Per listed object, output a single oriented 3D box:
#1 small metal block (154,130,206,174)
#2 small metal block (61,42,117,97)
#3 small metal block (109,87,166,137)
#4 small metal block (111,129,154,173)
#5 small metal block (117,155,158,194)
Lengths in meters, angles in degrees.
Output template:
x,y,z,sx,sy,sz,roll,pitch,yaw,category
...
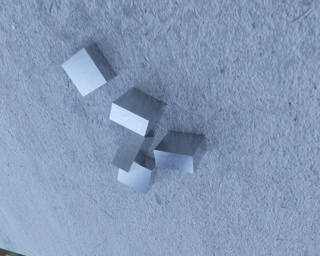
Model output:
x,y,z,sx,sy,sz,roll,pitch,yaw,category
0.027,0.029,0.394,0.050,0.050,0.025,8,122,24,small metal block
-0.093,-0.076,0.409,0.050,0.025,0.050,-23,106,36,small metal block
-0.027,-0.022,0.392,0.050,0.050,0.025,27,128,11,small metal block
-0.035,0.029,0.415,0.025,0.050,0.050,27,95,11,small metal block
-0.033,0.064,0.464,0.050,0.025,0.050,23,127,14,small metal block
